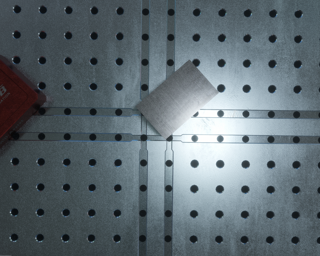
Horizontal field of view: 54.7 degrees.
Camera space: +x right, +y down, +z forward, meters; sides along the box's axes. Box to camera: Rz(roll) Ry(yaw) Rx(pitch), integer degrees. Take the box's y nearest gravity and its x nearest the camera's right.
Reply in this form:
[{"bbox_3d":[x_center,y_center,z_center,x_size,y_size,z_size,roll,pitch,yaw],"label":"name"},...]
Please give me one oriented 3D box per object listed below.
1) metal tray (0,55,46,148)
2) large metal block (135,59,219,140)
[{"bbox_3d":[-0.230,-0.024,0.408,0.090,0.030,0.130,44,90,0],"label":"metal tray"},{"bbox_3d":[0.019,-0.032,0.386,0.080,0.080,0.050,-41,90,0],"label":"large metal block"}]
